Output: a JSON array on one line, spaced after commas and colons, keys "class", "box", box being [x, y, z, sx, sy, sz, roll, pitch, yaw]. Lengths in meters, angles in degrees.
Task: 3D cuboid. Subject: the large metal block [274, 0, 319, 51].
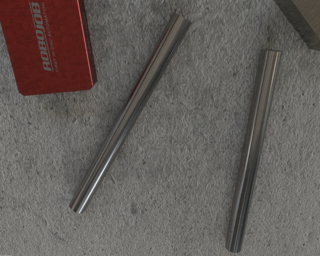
[{"class": "large metal block", "box": [0.190, -0.144, 0.346, 0.080, 0.050, 0.080, -41, 106, 13]}]

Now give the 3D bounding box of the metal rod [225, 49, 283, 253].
[{"class": "metal rod", "box": [0.125, 0.045, 0.428, 0.025, 0.025, 0.298, 4, 110, -2]}]

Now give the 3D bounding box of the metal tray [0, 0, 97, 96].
[{"class": "metal tray", "box": [-0.131, -0.108, 0.366, 0.091, 0.030, 0.129, -5, 110, 1]}]

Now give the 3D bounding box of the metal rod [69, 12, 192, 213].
[{"class": "metal rod", "box": [-0.047, -0.007, 0.406, 0.025, 0.025, 0.298, 28, 107, -10]}]
